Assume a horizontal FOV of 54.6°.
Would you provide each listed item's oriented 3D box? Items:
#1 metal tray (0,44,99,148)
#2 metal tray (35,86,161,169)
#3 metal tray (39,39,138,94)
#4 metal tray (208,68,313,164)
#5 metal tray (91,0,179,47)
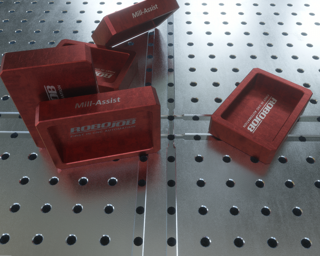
[{"bbox_3d":[-0.117,-0.032,0.366,0.091,0.129,0.030,-9,51,-7],"label":"metal tray"},{"bbox_3d":[-0.066,0.002,0.363,0.131,0.090,0.030,-10,51,-8],"label":"metal tray"},{"bbox_3d":[-0.109,-0.091,0.480,0.130,0.030,0.090,13,51,10],"label":"metal tray"},{"bbox_3d":[0.138,-0.023,0.424,0.090,0.030,0.131,30,56,23],"label":"metal tray"},{"bbox_3d":[-0.042,-0.176,0.515,0.131,0.090,0.030,-32,99,-24],"label":"metal tray"}]
